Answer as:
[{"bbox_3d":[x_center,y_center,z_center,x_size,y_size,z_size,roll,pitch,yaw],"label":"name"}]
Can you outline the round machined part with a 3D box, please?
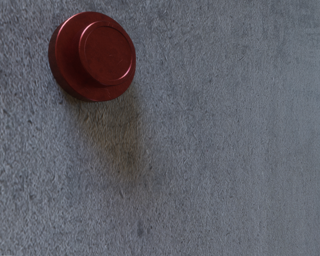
[{"bbox_3d":[-0.066,-0.078,0.338,0.099,0.042,0.097,0,90,-40],"label":"round machined part"}]
